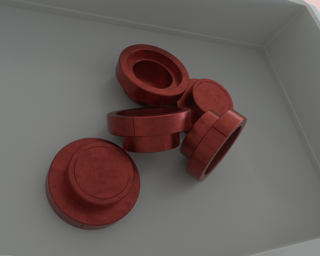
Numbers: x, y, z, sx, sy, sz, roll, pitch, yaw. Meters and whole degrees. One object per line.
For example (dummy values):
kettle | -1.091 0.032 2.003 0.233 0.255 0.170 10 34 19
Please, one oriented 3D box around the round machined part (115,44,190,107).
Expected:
round machined part | -0.013 -0.066 0.423 0.099 0.042 0.098 14 48 -16

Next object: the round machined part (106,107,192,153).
round machined part | -0.012 0.001 0.365 0.099 0.098 0.042 -10 101 -33

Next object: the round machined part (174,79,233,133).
round machined part | 0.067 -0.033 0.453 0.099 0.042 0.098 14 56 -21

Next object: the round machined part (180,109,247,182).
round machined part | 0.062 0.016 0.387 0.042 0.097 0.099 37 49 19

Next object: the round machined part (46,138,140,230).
round machined part | -0.066 0.053 0.327 0.099 0.042 0.098 14 56 -21
